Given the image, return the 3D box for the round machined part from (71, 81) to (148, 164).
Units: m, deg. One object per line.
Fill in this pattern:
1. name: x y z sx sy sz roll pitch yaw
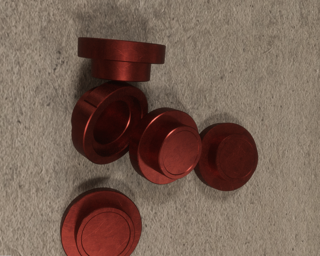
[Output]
1. round machined part: -0.062 -0.010 0.360 0.099 0.042 0.097 -37 143 -35

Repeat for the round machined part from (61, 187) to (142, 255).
1. round machined part: -0.069 0.125 0.376 0.099 0.042 0.097 0 90 -21

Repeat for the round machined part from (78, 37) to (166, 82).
1. round machined part: -0.044 -0.078 0.357 0.099 0.098 0.042 0 104 -20

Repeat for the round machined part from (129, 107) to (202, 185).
1. round machined part: 0.014 0.026 0.389 0.099 0.042 0.097 -12 110 -35

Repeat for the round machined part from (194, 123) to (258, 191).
1. round machined part: 0.098 0.041 0.438 0.099 0.042 0.097 0 90 -21
